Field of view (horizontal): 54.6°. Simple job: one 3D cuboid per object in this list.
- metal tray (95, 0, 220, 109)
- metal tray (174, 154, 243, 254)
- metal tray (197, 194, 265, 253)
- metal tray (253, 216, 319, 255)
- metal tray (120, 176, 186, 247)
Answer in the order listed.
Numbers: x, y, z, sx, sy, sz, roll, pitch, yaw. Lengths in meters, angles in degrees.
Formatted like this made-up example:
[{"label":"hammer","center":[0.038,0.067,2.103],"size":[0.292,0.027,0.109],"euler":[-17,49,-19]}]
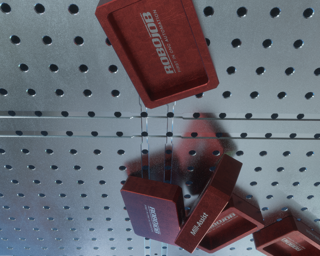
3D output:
[{"label":"metal tray","center":[0.002,-0.089,0.332],"size":[0.090,0.030,0.130],"euler":[-17,128,14]},{"label":"metal tray","center":[0.071,0.111,0.455],"size":[0.030,0.090,0.129],"euler":[29,125,10]},{"label":"metal tray","center":[0.107,0.174,0.556],"size":[0.090,0.030,0.130],"euler":[34,122,-26]},{"label":"metal tray","center":[0.256,0.226,0.601],"size":[0.130,0.030,0.090],"euler":[35,122,-26]},{"label":"metal tray","center":[-0.006,0.138,0.506],"size":[0.090,0.030,0.129],"euler":[8,133,20]}]
